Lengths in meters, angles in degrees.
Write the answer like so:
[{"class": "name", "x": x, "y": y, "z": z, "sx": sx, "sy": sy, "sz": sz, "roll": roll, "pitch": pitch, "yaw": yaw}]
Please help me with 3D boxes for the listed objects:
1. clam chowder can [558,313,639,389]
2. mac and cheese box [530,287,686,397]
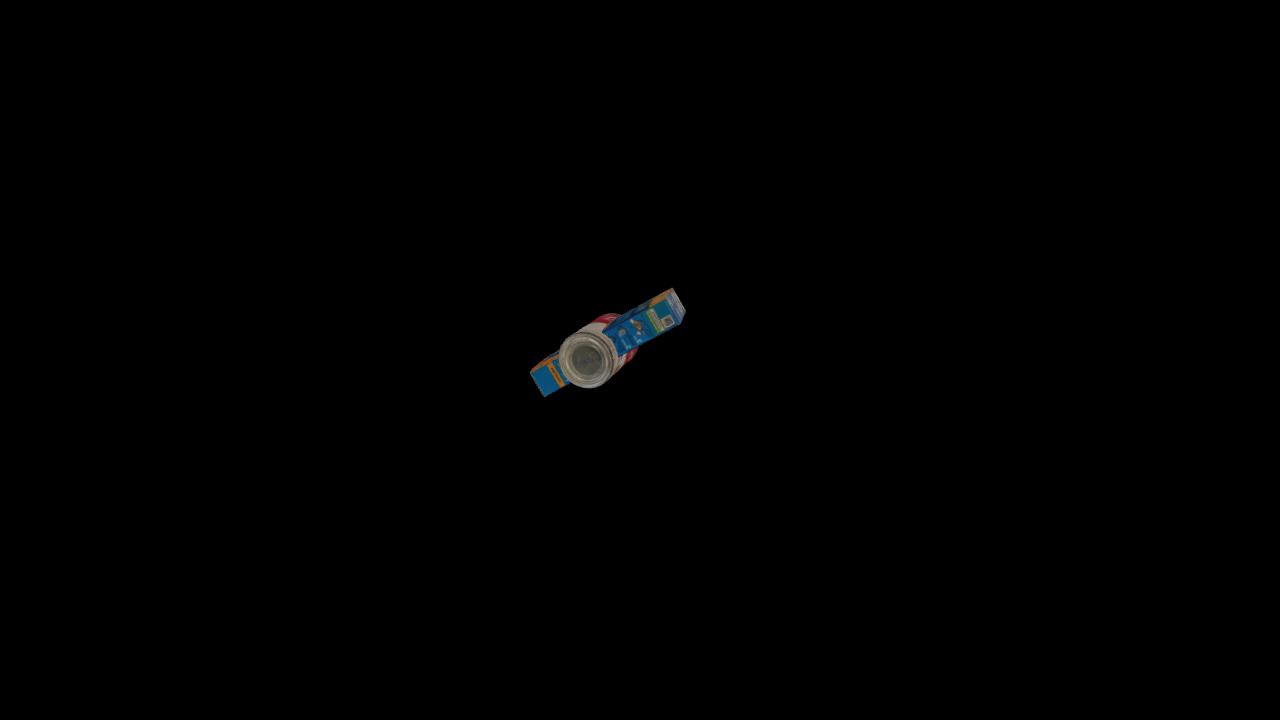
[{"class": "clam chowder can", "x": -0.048, "y": -0.012, "z": 0.730, "sx": 0.068, "sy": 0.068, "sz": 0.102, "roll": 0, "pitch": 16, "yaw": 18}, {"class": "mac and cheese box", "x": -0.035, "y": -0.023, "z": 0.735, "sx": 0.184, "sy": 0.041, "sz": 0.093, "roll": -28, "pitch": 9, "yaw": 14}]
